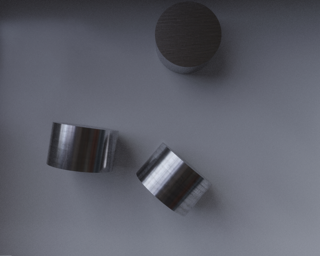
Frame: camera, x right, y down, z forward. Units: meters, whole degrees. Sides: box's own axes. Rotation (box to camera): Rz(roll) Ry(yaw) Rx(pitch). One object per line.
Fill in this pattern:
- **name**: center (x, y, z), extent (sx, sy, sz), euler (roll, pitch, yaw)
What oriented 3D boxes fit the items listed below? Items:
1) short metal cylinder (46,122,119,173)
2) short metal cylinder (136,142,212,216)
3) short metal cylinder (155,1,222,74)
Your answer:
- **short metal cylinder**: center (-0.095, 0.023, 0.383), extent (0.080, 0.080, 0.050), euler (8, 90, 0)
- **short metal cylinder**: center (0.018, 0.063, 0.384), extent (0.080, 0.080, 0.050), euler (40, 90, 0)
- **short metal cylinder**: center (0.034, -0.113, 0.399), extent (0.081, 0.050, 0.080), euler (0, 90, 0)
